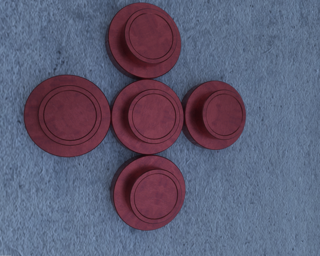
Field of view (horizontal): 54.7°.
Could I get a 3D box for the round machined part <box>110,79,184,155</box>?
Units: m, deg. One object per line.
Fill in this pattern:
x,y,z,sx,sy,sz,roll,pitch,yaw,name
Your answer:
-0.013,-0.014,0.397,0.099,0.042,0.097,0,90,-21,round machined part

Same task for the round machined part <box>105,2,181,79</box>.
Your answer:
-0.017,-0.112,0.396,0.099,0.042,0.097,0,90,-21,round machined part

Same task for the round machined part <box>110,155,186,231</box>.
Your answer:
-0.011,0.084,0.398,0.099,0.042,0.097,0,90,-21,round machined part

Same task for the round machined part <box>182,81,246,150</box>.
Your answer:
0.079,-0.018,0.432,0.099,0.042,0.097,0,90,-21,round machined part

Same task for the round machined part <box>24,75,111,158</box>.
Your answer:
-0.106,-0.014,0.363,0.099,0.042,0.097,0,90,-21,round machined part
